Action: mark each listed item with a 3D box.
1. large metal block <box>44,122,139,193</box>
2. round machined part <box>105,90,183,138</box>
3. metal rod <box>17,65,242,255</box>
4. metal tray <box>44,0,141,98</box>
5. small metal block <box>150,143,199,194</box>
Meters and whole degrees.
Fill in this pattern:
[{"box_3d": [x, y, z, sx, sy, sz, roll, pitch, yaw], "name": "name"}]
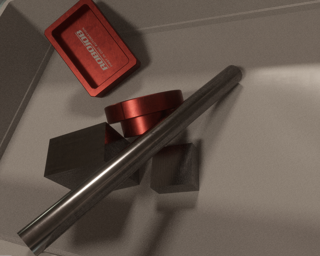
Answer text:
[{"box_3d": [-0.081, 0.043, 0.385, 0.080, 0.080, 0.050, -16, 56, 19], "name": "large metal block"}, {"box_3d": [-0.016, -0.015, 0.388, 0.098, 0.098, 0.042, -13, 92, 20], "name": "round machined part"}, {"box_3d": [-0.006, 0.012, 0.325, 0.025, 0.025, 0.302, 26, 52, 36], "name": "metal rod"}, {"box_3d": [-0.104, -0.123, 0.481, 0.090, 0.030, 0.130, -37, 88, 7], "name": "metal tray"}, {"box_3d": [0.018, 0.048, 0.366, 0.050, 0.025, 0.050, -10, 58, 22], "name": "small metal block"}]
